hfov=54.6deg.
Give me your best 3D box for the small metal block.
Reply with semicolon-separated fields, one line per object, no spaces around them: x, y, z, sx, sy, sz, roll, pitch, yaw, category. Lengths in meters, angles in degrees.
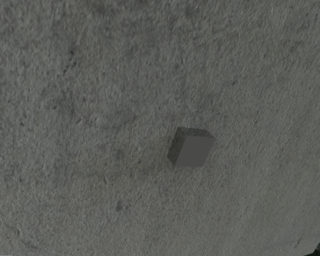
0.045;0.028;0.448;0.050;0.025;0.050;6;115;-31;small metal block
